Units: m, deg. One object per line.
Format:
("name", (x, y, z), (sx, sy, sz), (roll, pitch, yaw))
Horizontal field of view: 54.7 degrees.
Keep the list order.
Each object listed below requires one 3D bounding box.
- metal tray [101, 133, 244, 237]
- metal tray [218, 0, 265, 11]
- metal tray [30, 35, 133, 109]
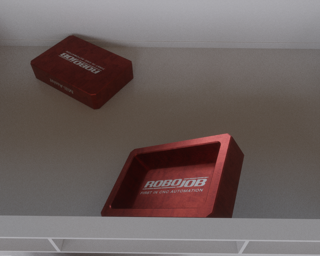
("metal tray", (0.011, 0.057, 0.309), (0.130, 0.030, 0.090), (-12, 40, 37))
("metal tray", (0.184, -0.300, 0.657), (0.090, 0.030, 0.130), (16, 52, 13))
("metal tray", (-0.118, -0.090, 0.476), (0.130, 0.030, 0.090), (27, 55, 21))
